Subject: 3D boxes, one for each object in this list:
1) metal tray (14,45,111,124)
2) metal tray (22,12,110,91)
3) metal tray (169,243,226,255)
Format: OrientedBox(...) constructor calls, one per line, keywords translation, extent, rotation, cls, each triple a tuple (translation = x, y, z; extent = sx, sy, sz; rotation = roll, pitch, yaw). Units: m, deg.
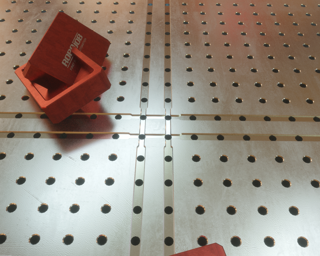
OrientedBox(translation=(-0.139, -0.070, 0.433), extent=(0.090, 0.030, 0.130), rotation=(-37, 47, -15), cls="metal tray")
OrientedBox(translation=(-0.133, -0.106, 0.462), extent=(0.090, 0.030, 0.130), rotation=(28, 46, -22), cls="metal tray")
OrientedBox(translation=(0.007, 0.163, 0.267), extent=(0.131, 0.030, 0.090), rotation=(-12, 51, -10), cls="metal tray")
